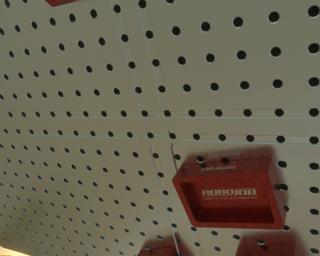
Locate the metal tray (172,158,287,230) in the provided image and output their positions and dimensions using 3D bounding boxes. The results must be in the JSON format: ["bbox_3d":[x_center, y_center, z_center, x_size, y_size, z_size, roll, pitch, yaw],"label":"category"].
[{"bbox_3d":[0.091,0.091,0.416,0.130,0.030,0.090,-10,114,32],"label":"metal tray"}]

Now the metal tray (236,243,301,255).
[{"bbox_3d":[0.179,0.232,0.457,0.090,0.030,0.130,-23,106,36],"label":"metal tray"}]

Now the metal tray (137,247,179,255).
[{"bbox_3d":[0.020,0.282,0.572,0.090,0.030,0.130,-28,103,37],"label":"metal tray"}]

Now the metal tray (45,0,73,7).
[{"bbox_3d":[-0.119,-0.215,0.339,0.090,0.030,0.129,41,129,-1],"label":"metal tray"}]
